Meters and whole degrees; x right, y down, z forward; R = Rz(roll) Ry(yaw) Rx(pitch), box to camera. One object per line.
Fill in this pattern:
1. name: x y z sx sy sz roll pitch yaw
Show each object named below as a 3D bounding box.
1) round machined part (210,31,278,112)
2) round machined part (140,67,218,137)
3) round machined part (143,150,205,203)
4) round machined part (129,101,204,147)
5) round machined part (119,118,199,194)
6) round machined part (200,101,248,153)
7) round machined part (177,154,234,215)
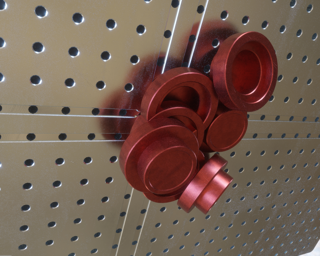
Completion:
1. round machined part: 0.103 -0.071 0.397 0.099 0.042 0.097 -6 101 -34
2. round machined part: 0.021 -0.031 0.392 0.099 0.042 0.097 -14 124 -21
3. round machined part: 0.011 0.055 0.439 0.099 0.042 0.097 -14 124 -21
4. round machined part: 0.005 0.008 0.407 0.099 0.042 0.097 -14 124 -21
5. round machined part: 0.005 0.040 0.372 0.099 0.042 0.097 -14 124 -21
6. round machined part: 0.085 -0.005 0.442 0.099 0.042 0.097 -14 124 -21
7. round machined part: 0.072 0.089 0.462 0.098 0.042 0.098 -46 162 -19
